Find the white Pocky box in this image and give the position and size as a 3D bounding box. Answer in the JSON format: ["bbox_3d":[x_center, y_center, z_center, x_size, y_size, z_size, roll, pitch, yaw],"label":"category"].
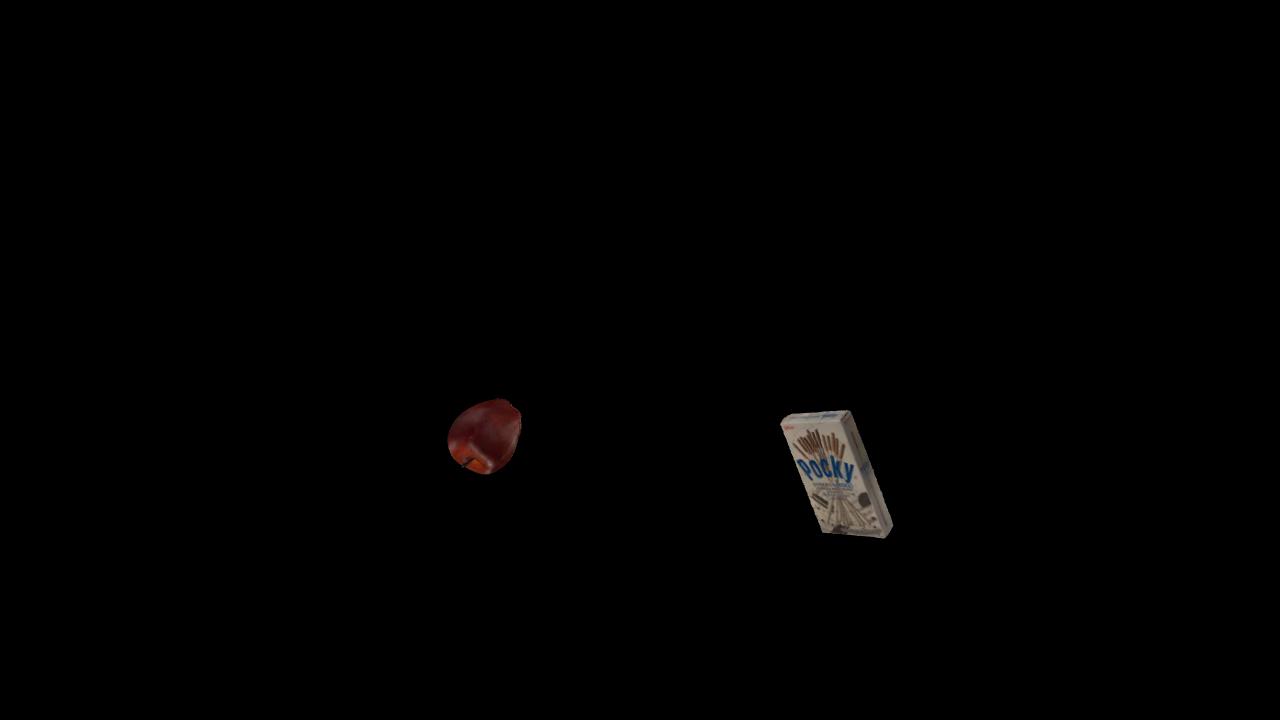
[{"bbox_3d":[0.228,0.133,0.713,0.028,0.154,0.084,-33,14,-39],"label":"white Pocky box"}]

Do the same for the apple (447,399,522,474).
[{"bbox_3d":[-0.179,0.088,0.716,0.079,0.079,0.093,0,42,29],"label":"apple"}]
